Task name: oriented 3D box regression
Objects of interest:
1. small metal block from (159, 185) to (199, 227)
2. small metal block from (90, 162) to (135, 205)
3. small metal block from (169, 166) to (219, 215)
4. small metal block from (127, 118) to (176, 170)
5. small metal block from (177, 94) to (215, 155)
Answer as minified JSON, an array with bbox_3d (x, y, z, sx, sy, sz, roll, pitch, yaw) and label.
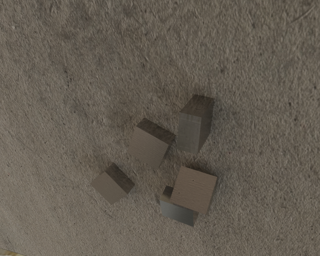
[{"bbox_3d":[0.030,0.115,0.453,0.050,0.025,0.050,15,142,19],"label":"small metal block"},{"bbox_3d":[-0.077,0.092,0.504,0.050,0.025,0.050,47,129,-5],"label":"small metal block"},{"bbox_3d":[0.047,0.083,0.416,0.050,0.025,0.050,16,80,19],"label":"small metal block"},{"bbox_3d":[-0.012,0.022,0.427,0.050,0.025,0.050,29,128,9],"label":"small metal block"},{"bbox_3d":[0.043,-0.005,0.365,0.025,0.050,0.050,15,125,20],"label":"small metal block"}]
